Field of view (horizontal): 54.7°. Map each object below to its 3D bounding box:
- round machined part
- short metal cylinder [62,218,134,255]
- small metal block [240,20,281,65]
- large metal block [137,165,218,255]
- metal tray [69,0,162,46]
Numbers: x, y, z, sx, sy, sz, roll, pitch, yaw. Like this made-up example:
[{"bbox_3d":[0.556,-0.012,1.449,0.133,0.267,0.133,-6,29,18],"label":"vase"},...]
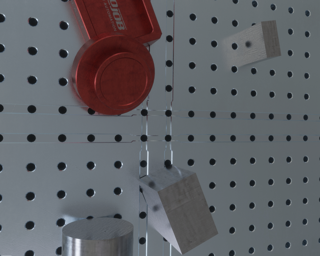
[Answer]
[{"bbox_3d":[-0.050,-0.060,0.365,0.099,0.042,0.097,-13,120,-24],"label":"round machined part"},{"bbox_3d":[-0.071,0.140,0.357,0.081,0.080,0.050,1,90,-20],"label":"short metal cylinder"},{"bbox_3d":[0.146,-0.124,0.453,0.025,0.050,0.050,-12,95,-20],"label":"small metal block"},{"bbox_3d":[0.020,0.097,0.391,0.050,0.080,0.080,-23,98,-18],"label":"large metal block"},{"bbox_3d":[-0.062,-0.159,0.386,0.091,0.030,0.129,-23,98,-19],"label":"metal tray"}]
